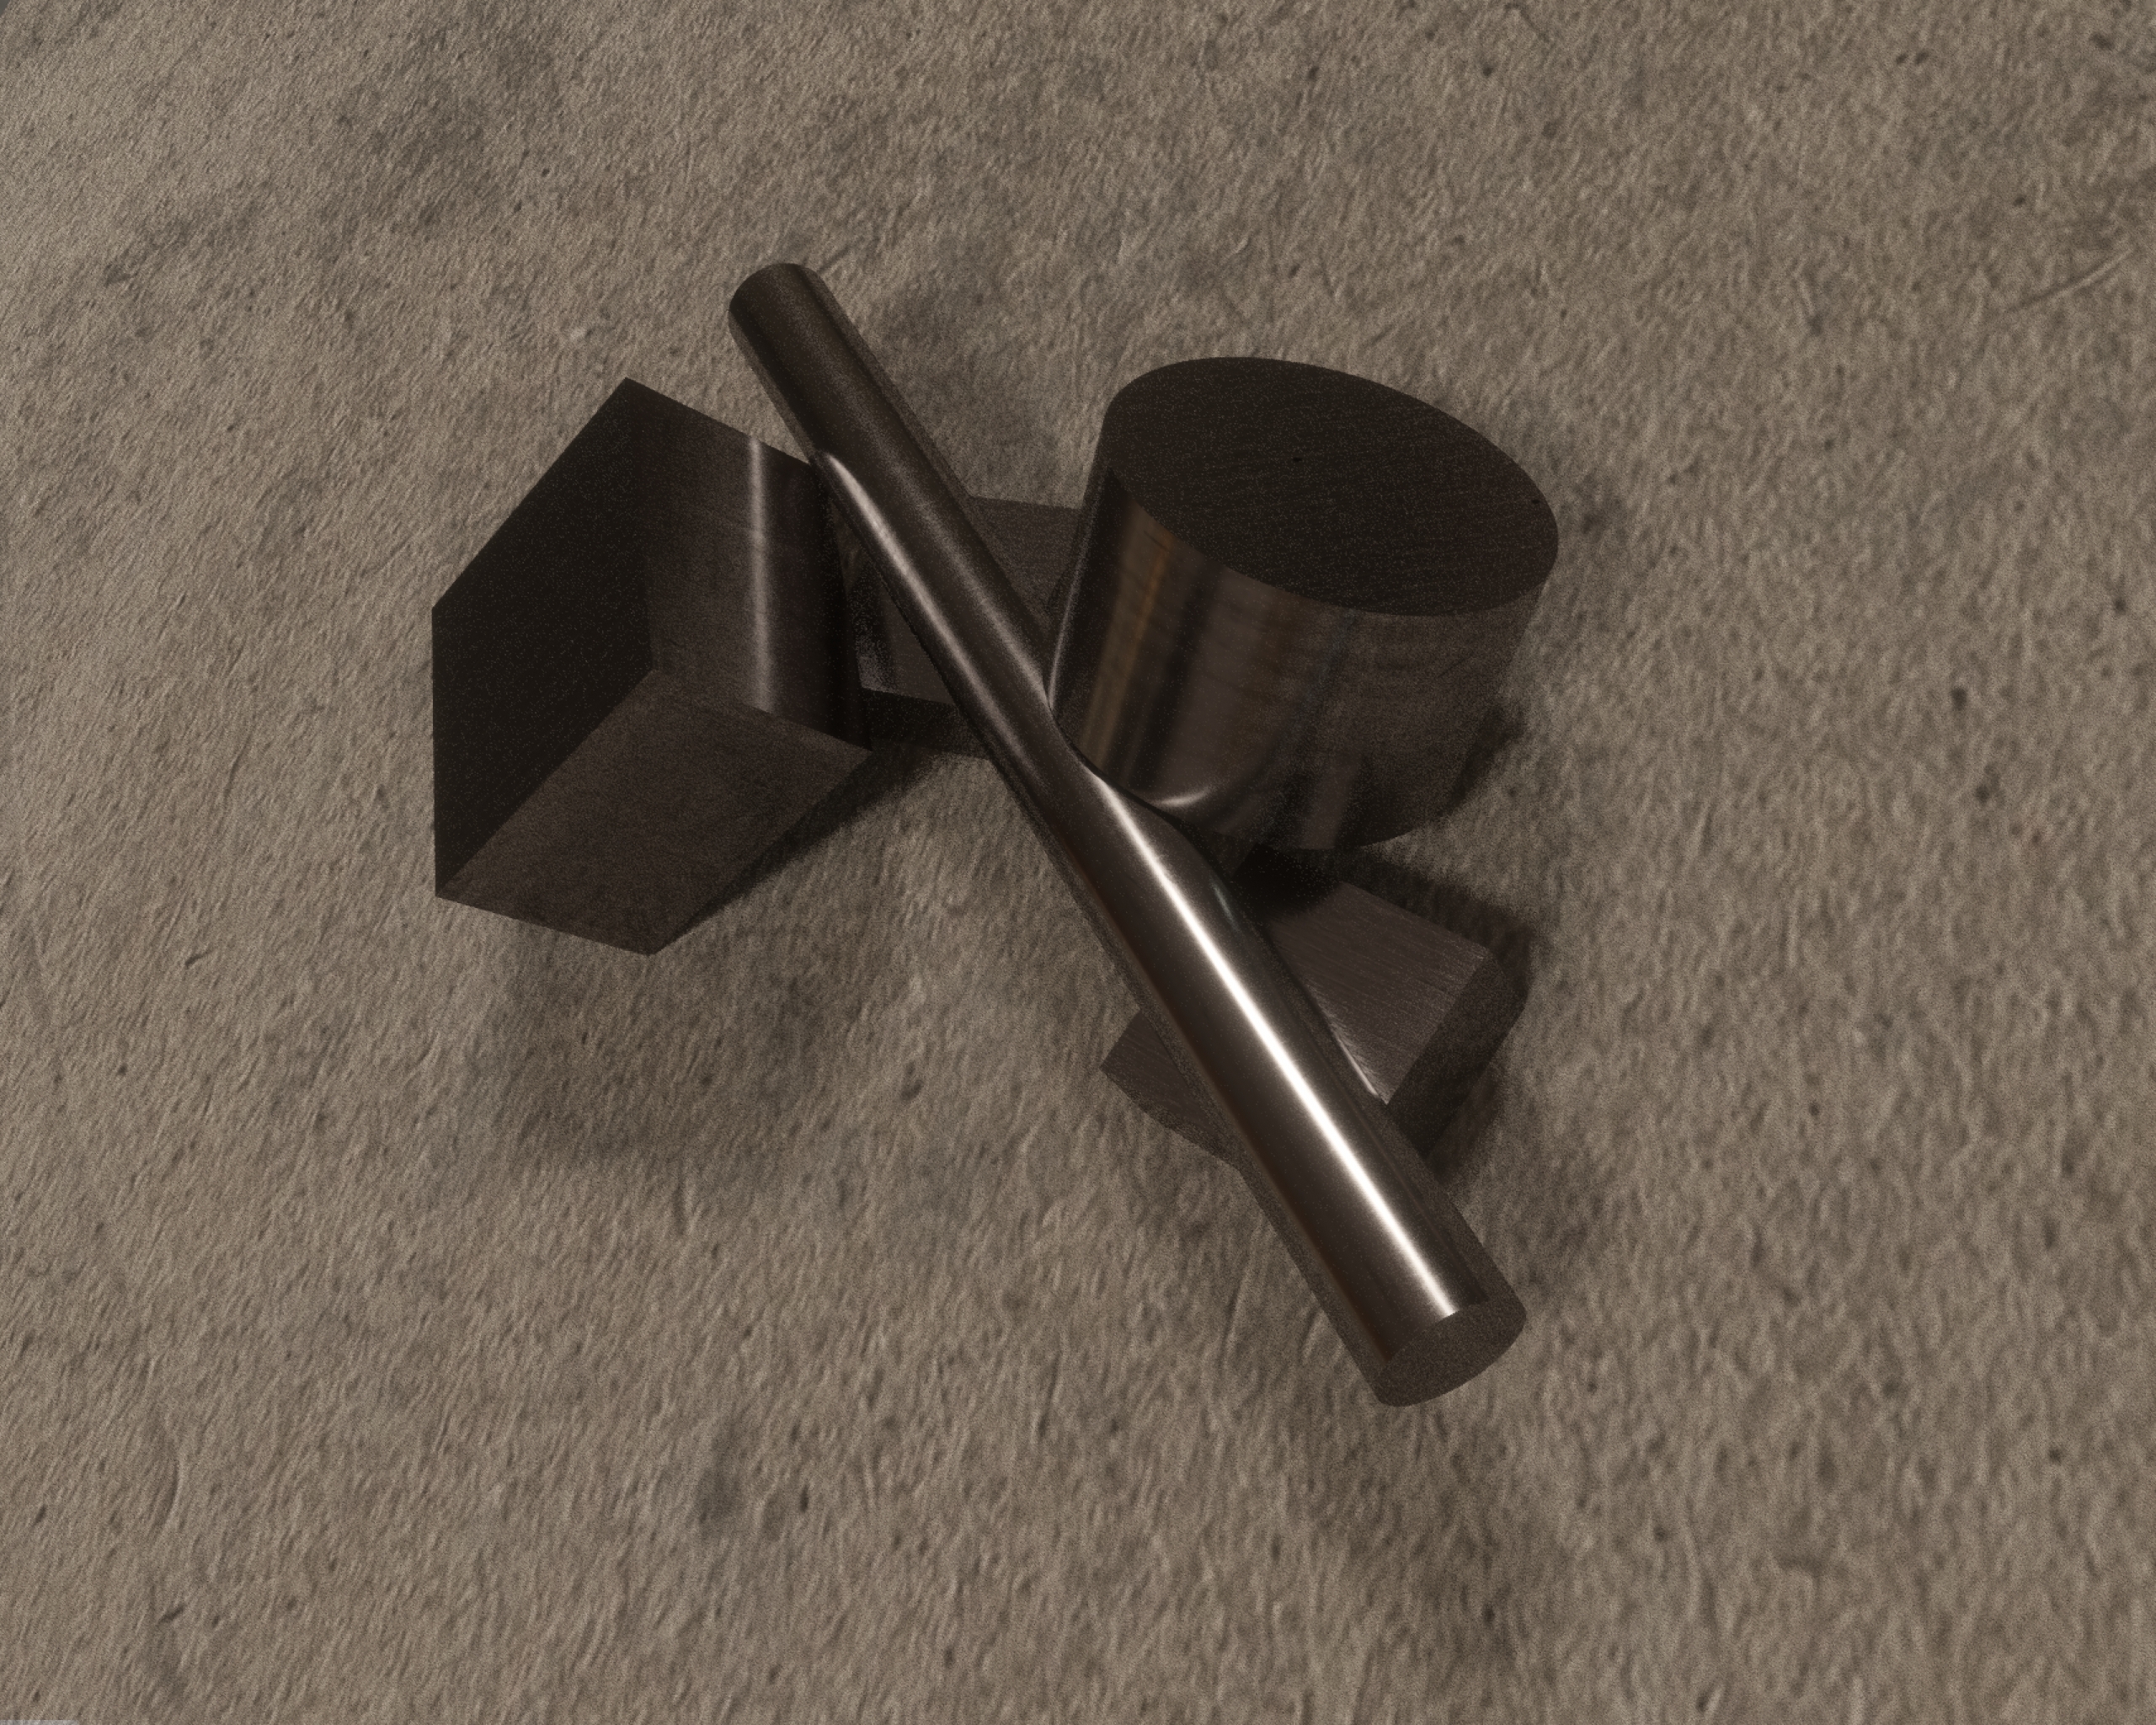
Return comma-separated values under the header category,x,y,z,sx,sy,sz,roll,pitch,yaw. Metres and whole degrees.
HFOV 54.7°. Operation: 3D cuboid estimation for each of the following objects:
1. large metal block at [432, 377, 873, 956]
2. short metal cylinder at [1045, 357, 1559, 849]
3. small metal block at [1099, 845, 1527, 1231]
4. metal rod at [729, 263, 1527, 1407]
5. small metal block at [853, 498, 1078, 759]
category,x,y,z,sx,sy,sz,roll,pitch,yaw
large metal block,-0.093,-0.039,0.439,0.080,0.050,0.080,-39,48,32
short metal cylinder,0.038,-0.048,0.372,0.081,0.050,0.080,9,41,-8
small metal block,0.041,0.031,0.364,0.050,0.025,0.050,27,76,37
metal rod,-0.008,-0.029,0.394,0.025,0.025,0.300,-35,51,4
small metal block,-0.022,-0.050,0.447,0.050,0.025,0.050,13,68,33
